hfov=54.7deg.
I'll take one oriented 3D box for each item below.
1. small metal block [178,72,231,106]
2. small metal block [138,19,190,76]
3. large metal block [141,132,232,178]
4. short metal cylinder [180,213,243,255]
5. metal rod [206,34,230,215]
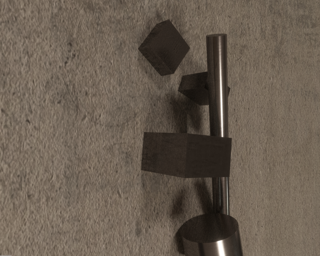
[{"bbox_3d":[0.063,-0.055,0.444,0.050,0.050,0.025,29,72,-37],"label":"small metal block"},{"bbox_3d":[0.007,-0.106,0.412,0.050,0.025,0.050,46,62,-31],"label":"small metal block"},{"bbox_3d":[0.034,0.034,0.400,0.081,0.080,0.050,7,86,-40],"label":"large metal block"},{"bbox_3d":[0.072,0.161,0.433,0.081,0.080,0.050,-18,102,-39],"label":"short metal cylinder"},{"bbox_3d":[0.084,0.023,0.434,0.025,0.025,0.298,-25,119,-37],"label":"metal rod"}]
